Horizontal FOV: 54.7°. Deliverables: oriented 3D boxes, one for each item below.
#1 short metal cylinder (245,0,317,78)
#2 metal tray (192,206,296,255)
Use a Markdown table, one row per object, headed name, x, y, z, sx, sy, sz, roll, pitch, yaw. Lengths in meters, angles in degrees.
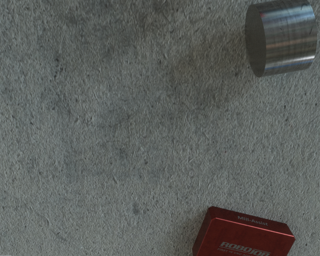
| name | x | y | z | sx | sy | sz | roll | pitch | yaw |
| --- | --- | --- | --- | --- | --- | --- | --- | --- | --- |
| short metal cylinder | 0.131 | -0.100 | 0.345 | 0.050 | 0.080 | 0.079 | -10 | 110 | 3 |
| metal tray | 0.125 | 0.178 | 0.474 | 0.131 | 0.030 | 0.089 | 15 | 109 | -6 |
